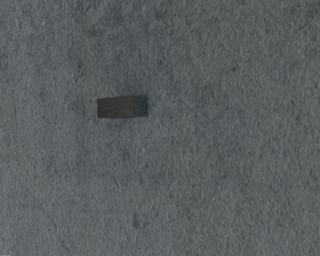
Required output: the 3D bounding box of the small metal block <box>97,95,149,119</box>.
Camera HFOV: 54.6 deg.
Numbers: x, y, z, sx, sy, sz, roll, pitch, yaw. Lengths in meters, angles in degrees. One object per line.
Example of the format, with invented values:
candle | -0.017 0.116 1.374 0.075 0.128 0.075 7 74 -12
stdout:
small metal block | -0.049 -0.027 0.413 0.050 0.050 0.025 -4 89 20
